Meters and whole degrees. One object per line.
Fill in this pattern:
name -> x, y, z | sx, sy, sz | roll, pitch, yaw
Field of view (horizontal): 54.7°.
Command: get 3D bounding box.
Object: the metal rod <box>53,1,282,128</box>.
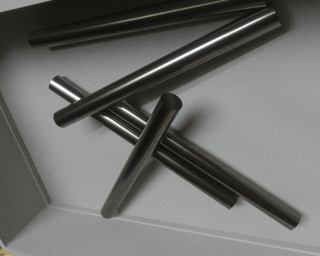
metal rod -> -0.015, -0.059, 0.358 | 0.300, 0.025, 0.025 | -21, 108, 29

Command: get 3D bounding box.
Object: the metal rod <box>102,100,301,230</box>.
metal rod -> 0.045, 0.036, 0.405 | 0.301, 0.025, 0.025 | 33, 129, 5

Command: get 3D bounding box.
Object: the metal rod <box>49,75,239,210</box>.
metal rod -> -0.026, 0.017, 0.430 | 0.301, 0.025, 0.025 | 33, 129, 5

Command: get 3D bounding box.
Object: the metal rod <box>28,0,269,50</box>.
metal rod -> -0.036, -0.121, 0.351 | 0.300, 0.025, 0.025 | -1, 118, 28

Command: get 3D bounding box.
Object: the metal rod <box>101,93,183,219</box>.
metal rod -> -0.040, 0.060, 0.438 | 0.025, 0.025, 0.298 | 35, 137, 4
